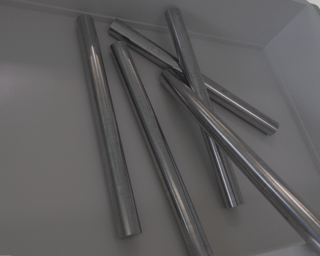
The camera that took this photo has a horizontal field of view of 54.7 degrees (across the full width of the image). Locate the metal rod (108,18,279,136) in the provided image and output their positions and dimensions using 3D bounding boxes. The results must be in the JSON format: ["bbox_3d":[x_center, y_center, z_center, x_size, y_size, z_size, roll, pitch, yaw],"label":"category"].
[{"bbox_3d":[0.057,-0.075,0.481,0.301,0.025,0.025,31,52,-8],"label":"metal rod"}]

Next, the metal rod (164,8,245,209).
[{"bbox_3d":[0.058,-0.039,0.437,0.025,0.025,0.299,-6,72,-31],"label":"metal rod"}]

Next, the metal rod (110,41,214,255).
[{"bbox_3d":[-0.006,0.014,0.393,0.025,0.025,0.299,-9,67,-32],"label":"metal rod"}]

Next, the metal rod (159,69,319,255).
[{"bbox_3d":[0.077,0.013,0.361,0.025,0.025,0.300,-6,40,-31],"label":"metal rod"}]

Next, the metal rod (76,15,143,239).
[{"bbox_3d":[-0.068,-0.020,0.380,0.025,0.025,0.299,-2,63,-29],"label":"metal rod"}]
